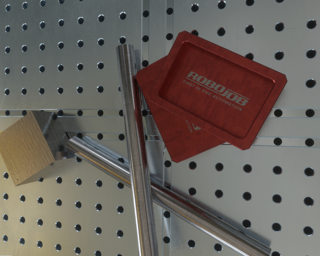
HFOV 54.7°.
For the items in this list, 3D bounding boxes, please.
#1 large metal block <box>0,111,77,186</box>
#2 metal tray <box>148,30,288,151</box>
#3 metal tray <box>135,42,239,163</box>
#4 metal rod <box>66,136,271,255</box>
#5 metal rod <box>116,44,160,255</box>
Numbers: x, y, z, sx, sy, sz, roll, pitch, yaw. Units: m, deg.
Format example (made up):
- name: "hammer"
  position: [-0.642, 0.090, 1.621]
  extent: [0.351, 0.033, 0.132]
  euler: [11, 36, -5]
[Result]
- name: "large metal block"
  position: [-0.186, 0.029, 0.463]
  extent: [0.080, 0.050, 0.080]
  euler: [-31, 80, 17]
- name: "metal tray"
  position: [0.063, -0.043, 0.354]
  extent: [0.130, 0.030, 0.090]
  euler: [29, 98, 16]
- name: "metal tray"
  position: [0.035, -0.031, 0.397]
  extent: [0.090, 0.030, 0.129]
  euler: [-26, 82, 17]
- name: "metal rod"
  position: [-0.001, 0.089, 0.412]
  extent: [0.301, 0.025, 0.025]
  euler: [27, 99, 17]
- name: "metal rod"
  position: [-0.029, 0.035, 0.400]
  extent: [0.025, 0.025, 0.298]
  euler: [-11, 78, 19]
